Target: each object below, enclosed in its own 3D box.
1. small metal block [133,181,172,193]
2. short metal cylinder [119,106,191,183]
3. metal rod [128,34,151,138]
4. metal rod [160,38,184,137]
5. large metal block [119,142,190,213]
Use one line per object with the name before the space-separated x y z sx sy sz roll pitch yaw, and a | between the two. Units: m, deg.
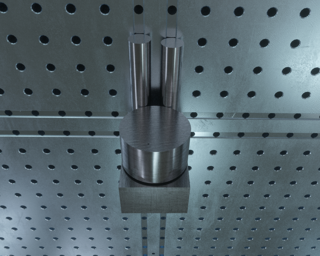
small metal block | -0.008 0.077 0.431 0.050 0.050 0.025 -32 141 -34
short metal cylinder | -0.006 0.018 0.363 0.081 0.080 0.050 1 130 -1
metal rod | -0.025 0.018 0.428 0.025 0.025 0.298 0 130 -1
metal rod | 0.011 0.021 0.431 0.025 0.025 0.298 0 130 -1
large metal block | -0.007 0.060 0.394 0.081 0.080 0.050 0 130 -1
